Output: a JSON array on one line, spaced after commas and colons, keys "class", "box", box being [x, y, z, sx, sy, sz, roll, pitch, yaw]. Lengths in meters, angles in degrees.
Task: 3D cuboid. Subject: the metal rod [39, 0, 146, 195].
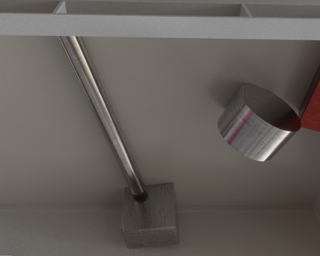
[{"class": "metal rod", "box": [-0.070, -0.015, 0.395, 0.025, 0.025, 0.299, -11, 130, 8]}]

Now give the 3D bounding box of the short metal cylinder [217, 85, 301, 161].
[{"class": "short metal cylinder", "box": [0.117, -0.007, 0.369, 0.081, 0.080, 0.050, 18, 128, -15]}]

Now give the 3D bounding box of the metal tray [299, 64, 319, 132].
[{"class": "metal tray", "box": [0.225, -0.047, 0.349, 0.090, 0.030, 0.129, 16, 131, 12]}]

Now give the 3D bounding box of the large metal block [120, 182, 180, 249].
[{"class": "large metal block", "box": [-0.014, 0.137, 0.490, 0.080, 0.080, 0.050, -7, 130, 5]}]
